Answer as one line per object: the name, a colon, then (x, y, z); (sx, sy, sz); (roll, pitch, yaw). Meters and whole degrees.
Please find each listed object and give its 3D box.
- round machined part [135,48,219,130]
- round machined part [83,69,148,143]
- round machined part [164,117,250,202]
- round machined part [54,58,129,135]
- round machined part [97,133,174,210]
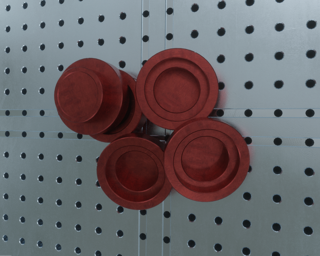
round machined part: (0.021, -0.046, 0.386); (0.099, 0.042, 0.097); (0, 91, 3)
round machined part: (-0.060, -0.030, 0.423); (0.098, 0.042, 0.097); (0, 90, 19)
round machined part: (0.053, 0.035, 0.372); (0.099, 0.042, 0.097); (0, 100, -2)
round machined part: (-0.092, -0.040, 0.390); (0.098, 0.042, 0.097); (0, 90, 19)
round machined part: (-0.028, 0.053, 0.403); (0.098, 0.042, 0.097); (2, 104, 9)
